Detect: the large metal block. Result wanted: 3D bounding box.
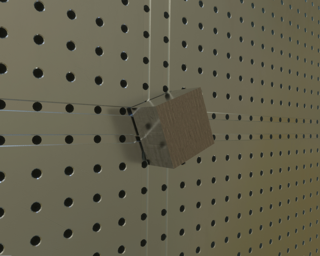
[{"bbox_3d":[0.019,-0.002,0.407,0.081,0.050,0.080,-27,107,-37],"label":"large metal block"}]
